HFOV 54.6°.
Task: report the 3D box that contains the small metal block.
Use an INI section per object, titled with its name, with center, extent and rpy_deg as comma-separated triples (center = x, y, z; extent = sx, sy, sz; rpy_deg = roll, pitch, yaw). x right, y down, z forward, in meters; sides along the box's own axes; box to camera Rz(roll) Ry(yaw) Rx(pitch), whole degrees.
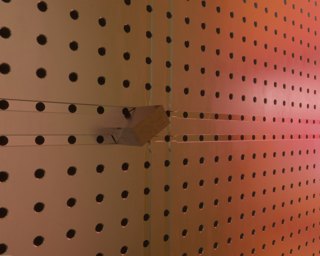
[small metal block]
center = -0.025, -0.003, 0.371
extent = 0.050, 0.050, 0.025
rpy_deg = -39, 114, -33
